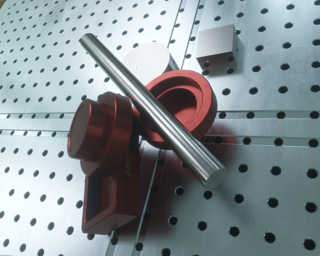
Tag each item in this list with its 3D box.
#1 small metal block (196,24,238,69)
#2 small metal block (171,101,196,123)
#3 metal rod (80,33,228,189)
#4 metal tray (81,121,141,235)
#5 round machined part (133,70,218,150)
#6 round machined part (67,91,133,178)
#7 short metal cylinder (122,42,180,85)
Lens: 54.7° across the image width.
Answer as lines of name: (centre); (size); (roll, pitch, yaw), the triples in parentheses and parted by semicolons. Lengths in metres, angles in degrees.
small metal block: (0.081, -0.114, 0.436); (0.050, 0.025, 0.050); (-5, 59, 26)
small metal block: (0.026, -0.009, 0.400); (0.050, 0.025, 0.050); (-34, 51, 5)
metal rod: (-0.028, -0.042, 0.363); (0.025, 0.025, 0.300); (-42, 51, 0)
metal tray: (-0.060, 0.053, 0.376); (0.090, 0.030, 0.130); (-41, 42, 43)
round machined part: (0.020, -0.018, 0.366); (0.098, 0.042, 0.098); (-13, 56, 20)
round machined part: (-0.072, 0.005, 0.349); (0.098, 0.042, 0.098); (-34, 47, 48)
short metal cylinder: (-0.013, -0.076, 0.446); (0.080, 0.050, 0.080); (-13, 56, 21)
